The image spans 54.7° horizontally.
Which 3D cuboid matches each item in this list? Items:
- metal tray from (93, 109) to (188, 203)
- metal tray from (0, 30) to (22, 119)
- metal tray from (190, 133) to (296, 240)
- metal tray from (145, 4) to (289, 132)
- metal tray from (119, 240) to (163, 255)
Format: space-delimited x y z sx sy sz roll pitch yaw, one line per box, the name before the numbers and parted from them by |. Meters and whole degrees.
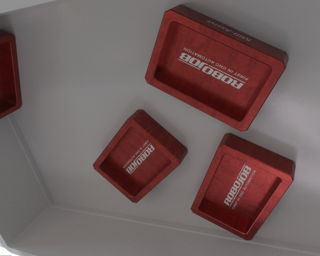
metal tray | -0.033 0.045 0.450 0.090 0.030 0.129 41 129 -1
metal tray | -0.254 -0.071 0.457 0.030 0.090 0.129 23 127 14
metal tray | 0.102 0.079 0.400 0.090 0.030 0.129 25 127 12
metal tray | 0.056 -0.064 0.336 0.130 0.030 0.089 28 128 10
metal tray | -0.015 0.274 0.585 0.130 0.030 0.089 19 126 16
